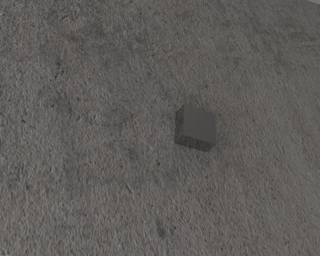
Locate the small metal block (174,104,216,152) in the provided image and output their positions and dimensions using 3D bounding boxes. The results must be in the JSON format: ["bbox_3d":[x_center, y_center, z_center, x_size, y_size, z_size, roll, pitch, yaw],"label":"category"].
[{"bbox_3d":[0.049,0.000,0.429,0.050,0.025,0.050,17,55,-19],"label":"small metal block"}]
